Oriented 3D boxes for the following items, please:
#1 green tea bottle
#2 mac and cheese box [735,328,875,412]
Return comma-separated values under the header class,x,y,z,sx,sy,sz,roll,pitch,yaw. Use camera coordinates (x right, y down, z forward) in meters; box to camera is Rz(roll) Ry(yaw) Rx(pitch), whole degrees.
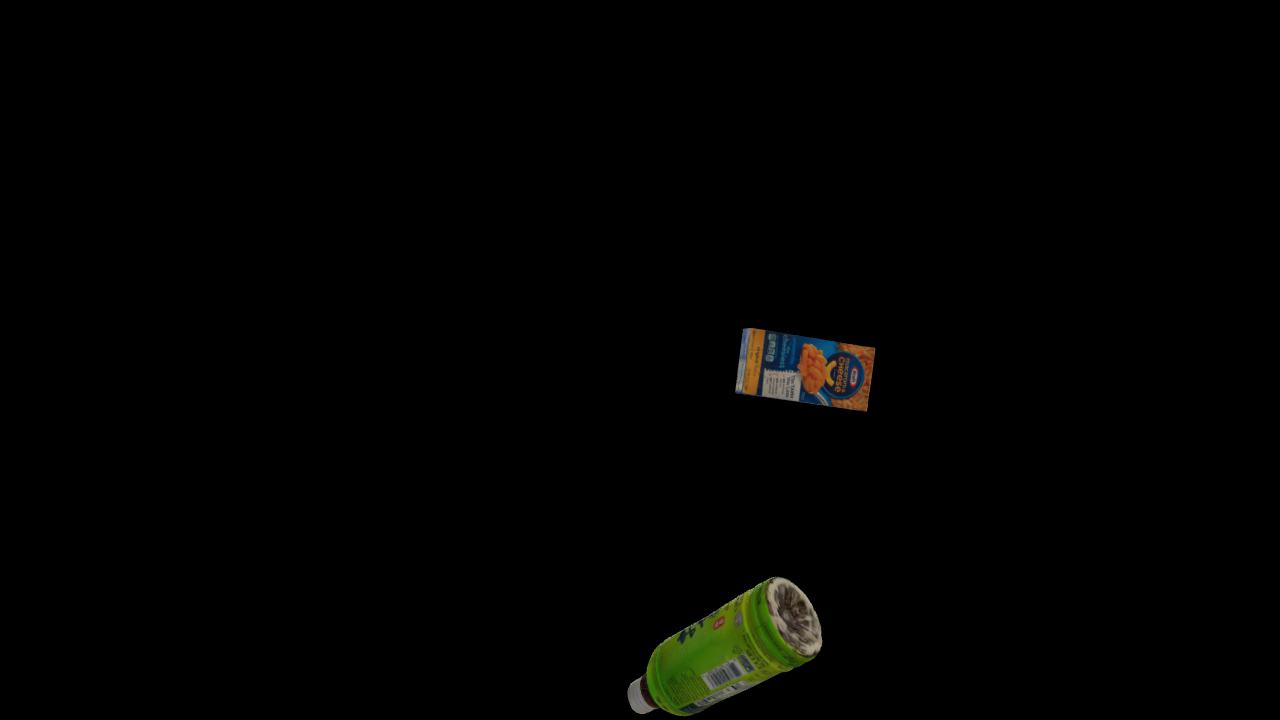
class,x,y,z,sx,sy,sz,roll,pitch,yaw
green tea bottle,0.064,0.273,0.559,0.212,0.073,0.073,-43,-24,28
mac and cheese box,0.229,0.014,0.854,0.184,0.093,0.041,8,-3,-9
